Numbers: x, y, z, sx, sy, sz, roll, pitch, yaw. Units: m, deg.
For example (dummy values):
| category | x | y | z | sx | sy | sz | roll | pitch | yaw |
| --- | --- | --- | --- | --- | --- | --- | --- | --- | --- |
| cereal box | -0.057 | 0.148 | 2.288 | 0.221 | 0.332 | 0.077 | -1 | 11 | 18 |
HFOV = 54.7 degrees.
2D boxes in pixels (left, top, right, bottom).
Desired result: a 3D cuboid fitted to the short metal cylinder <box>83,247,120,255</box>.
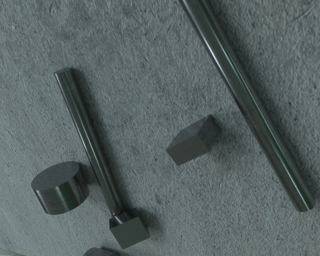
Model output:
| category | x | y | z | sx | sy | sz | roll | pitch | yaw |
| --- | --- | --- | --- | --- | --- | --- | --- | --- | --- |
| short metal cylinder | -0.117 | 0.281 | 0.607 | 0.050 | 0.080 | 0.079 | 2 | 120 | 27 |

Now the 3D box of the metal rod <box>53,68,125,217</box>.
| category | x | y | z | sx | sy | sz | roll | pitch | yaw |
| --- | --- | --- | --- | --- | --- | --- | --- | --- | --- |
| metal rod | -0.099 | 0.051 | 0.490 | 0.025 | 0.025 | 0.298 | -1 | 118 | 29 |

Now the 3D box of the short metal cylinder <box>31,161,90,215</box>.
| category | x | y | z | sx | sy | sz | roll | pitch | yaw |
| --- | --- | --- | --- | --- | --- | --- | --- | --- | --- |
| short metal cylinder | -0.166 | 0.099 | 0.520 | 0.080 | 0.080 | 0.050 | -2 | 118 | 29 |

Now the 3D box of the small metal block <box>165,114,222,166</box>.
| category | x | y | z | sx | sy | sz | roll | pitch | yaw |
| --- | --- | --- | --- | --- | --- | --- | --- | --- | --- |
| small metal block | 0.042 | 0.015 | 0.378 | 0.050 | 0.050 | 0.025 | -31 | 101 | 38 |

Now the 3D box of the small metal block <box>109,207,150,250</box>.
| category | x | y | z | sx | sy | sz | roll | pitch | yaw |
| --- | --- | --- | --- | --- | --- | --- | --- | --- | --- |
| small metal block | -0.051 | 0.168 | 0.520 | 0.050 | 0.025 | 0.050 | -24 | 115 | 0 |

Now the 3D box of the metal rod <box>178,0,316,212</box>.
| category | x | y | z | sx | sy | sz | roll | pitch | yaw |
| --- | --- | --- | --- | --- | --- | --- | --- | --- | --- |
| metal rod | 0.095 | -0.031 | 0.337 | 0.025 | 0.025 | 0.299 | -23 | 106 | 36 |
